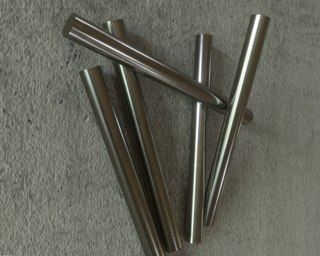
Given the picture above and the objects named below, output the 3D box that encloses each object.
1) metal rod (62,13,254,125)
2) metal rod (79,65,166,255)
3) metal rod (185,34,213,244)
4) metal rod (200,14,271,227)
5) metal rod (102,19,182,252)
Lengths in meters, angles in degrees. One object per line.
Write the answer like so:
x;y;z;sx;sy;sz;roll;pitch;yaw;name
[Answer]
0.024;-0.058;0.390;0.302;0.025;0.025;20;77;-38;metal rod
-0.034;0.073;0.375;0.025;0.025;0.298;-28;108;-37;metal rod
0.057;0.013;0.452;0.025;0.025;0.298;6;87;-40;metal rod
0.099;-0.001;0.431;0.025;0.025;0.298;1;107;-40;metal rod
-0.019;0.019;0.388;0.025;0.025;0.298;-23;105;-38;metal rod
